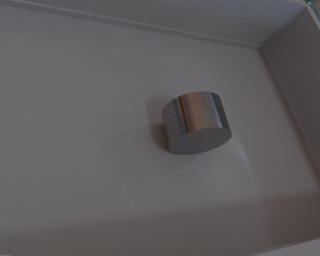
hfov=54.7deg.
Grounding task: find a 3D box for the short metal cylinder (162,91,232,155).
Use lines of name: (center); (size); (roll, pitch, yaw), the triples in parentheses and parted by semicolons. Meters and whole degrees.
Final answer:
short metal cylinder: (0.046, -0.004, 0.400); (0.081, 0.080, 0.050); (3, 61, -27)
